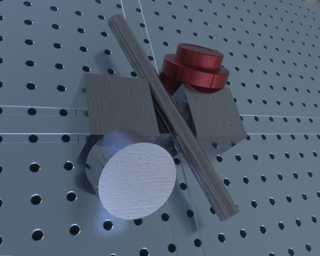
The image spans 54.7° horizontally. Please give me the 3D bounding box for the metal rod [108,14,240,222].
[{"bbox_3d":[0.009,-0.024,0.394,0.025,0.025,0.299,-19,72,-35],"label":"metal rod"}]

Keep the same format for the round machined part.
[{"bbox_3d":[0.055,-0.095,0.453,0.099,0.042,0.098,12,23,-5],"label":"round machined part"}]

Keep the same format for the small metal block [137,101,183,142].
[{"bbox_3d":[0.000,-0.009,0.414,0.050,0.025,0.050,1,61,-28],"label":"small metal block"}]

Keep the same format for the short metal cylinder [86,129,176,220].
[{"bbox_3d":[-0.031,0.046,0.320,0.081,0.050,0.079,-8,108,-25],"label":"short metal cylinder"}]

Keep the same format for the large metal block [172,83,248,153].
[{"bbox_3d":[0.064,-0.013,0.435,0.081,0.050,0.080,1,61,-28],"label":"large metal block"}]

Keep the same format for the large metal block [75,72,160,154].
[{"bbox_3d":[-0.054,-0.015,0.373,0.081,0.050,0.080,2,61,-27],"label":"large metal block"}]
